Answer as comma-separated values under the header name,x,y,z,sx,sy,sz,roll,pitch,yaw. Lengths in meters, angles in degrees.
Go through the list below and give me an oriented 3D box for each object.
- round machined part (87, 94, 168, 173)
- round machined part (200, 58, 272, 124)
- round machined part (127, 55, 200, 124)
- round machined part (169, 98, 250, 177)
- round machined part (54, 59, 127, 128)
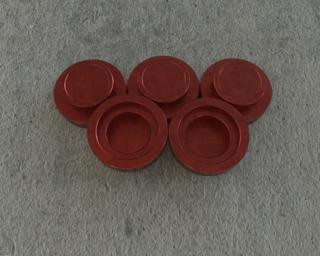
name,x,y,z,sx,sy,sz,roll,pitch,yaw
round machined part,-0.039,0.009,0.396,0.099,0.042,0.098,0,70,-1
round machined part,0.104,-0.054,0.421,0.099,0.042,0.098,0,70,-1
round machined part,0.005,-0.057,0.421,0.099,0.042,0.098,0,70,-1
round machined part,0.060,0.014,0.396,0.099,0.042,0.098,0,70,-1
round machined part,-0.094,-0.051,0.418,0.099,0.042,0.098,0,70,-1
